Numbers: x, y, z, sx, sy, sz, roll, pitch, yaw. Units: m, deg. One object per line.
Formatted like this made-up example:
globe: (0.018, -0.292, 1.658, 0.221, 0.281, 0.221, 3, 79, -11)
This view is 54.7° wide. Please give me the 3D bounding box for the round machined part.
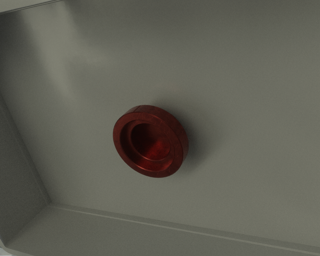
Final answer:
round machined part: (-0.008, 0.013, 0.404, 0.098, 0.042, 0.097, 13, 124, 20)
